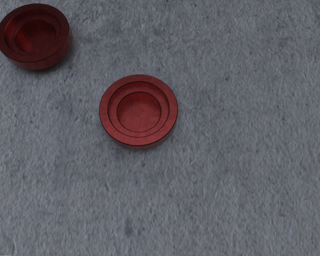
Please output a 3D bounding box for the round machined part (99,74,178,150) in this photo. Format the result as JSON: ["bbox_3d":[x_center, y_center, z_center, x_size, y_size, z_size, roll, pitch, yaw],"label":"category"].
[{"bbox_3d":[-0.027,-0.017,0.405,0.099,0.042,0.098,0,70,-1],"label":"round machined part"}]

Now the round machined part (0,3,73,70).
[{"bbox_3d":[-0.174,-0.125,0.443,0.099,0.042,0.098,0,70,-1],"label":"round machined part"}]
